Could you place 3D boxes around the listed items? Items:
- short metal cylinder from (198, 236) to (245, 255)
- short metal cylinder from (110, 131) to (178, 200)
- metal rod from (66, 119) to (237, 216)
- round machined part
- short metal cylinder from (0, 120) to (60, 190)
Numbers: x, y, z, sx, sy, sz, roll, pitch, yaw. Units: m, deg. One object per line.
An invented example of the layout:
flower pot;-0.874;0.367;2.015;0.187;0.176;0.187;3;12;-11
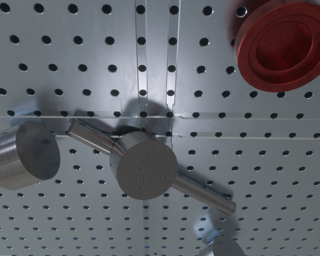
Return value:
short metal cylinder;0.119;0.256;0.595;0.080;0.080;0.050;23;126;-19
short metal cylinder;-0.023;0.048;0.413;0.081;0.050;0.079;-5;105;-19
metal rod;0.002;0.068;0.469;0.301;0.025;0.025;30;124;-24
round machined part;0.127;-0.089;0.326;0.099;0.042;0.097;0;130;0
short metal cylinder;-0.177;0.036;0.404;0.050;0.080;0.080;-19;128;15
